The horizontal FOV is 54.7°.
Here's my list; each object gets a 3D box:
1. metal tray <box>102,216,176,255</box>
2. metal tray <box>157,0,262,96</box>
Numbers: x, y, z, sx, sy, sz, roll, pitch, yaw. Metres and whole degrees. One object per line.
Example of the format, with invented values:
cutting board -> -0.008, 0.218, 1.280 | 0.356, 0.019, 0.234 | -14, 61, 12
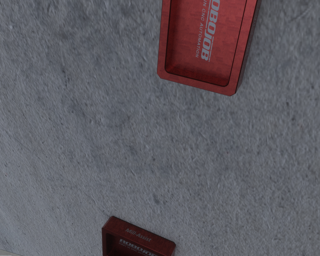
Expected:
metal tray -> -0.041, 0.222, 0.560 | 0.130, 0.030, 0.089 | 18, 125, 17
metal tray -> 0.048, -0.105, 0.312 | 0.090, 0.030, 0.129 | 17, 125, 17
